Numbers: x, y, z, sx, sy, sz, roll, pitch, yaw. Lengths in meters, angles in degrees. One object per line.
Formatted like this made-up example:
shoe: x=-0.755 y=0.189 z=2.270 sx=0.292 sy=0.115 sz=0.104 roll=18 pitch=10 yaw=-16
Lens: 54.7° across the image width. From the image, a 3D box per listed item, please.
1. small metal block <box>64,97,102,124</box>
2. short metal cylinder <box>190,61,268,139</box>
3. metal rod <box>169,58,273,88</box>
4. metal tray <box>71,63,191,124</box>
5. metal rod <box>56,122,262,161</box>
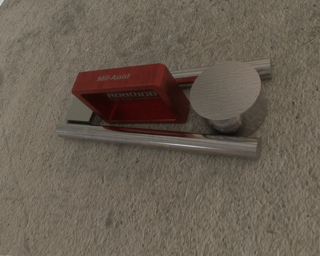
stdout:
small metal block: x=-0.113 y=-0.027 z=0.482 sx=0.050 sy=0.025 sz=0.050 roll=5 pitch=64 yaw=30
short metal cylinder: x=0.082 y=-0.032 z=0.365 sx=0.080 sy=0.050 sz=0.080 roll=-13 pitch=56 yaw=21
metal rod: x=0.002 y=-0.068 z=0.446 sx=0.300 sy=0.025 sz=0.025 roll=-2 pitch=61 yaw=27
metal tray: x=-0.037 y=-0.040 z=0.406 sx=0.130 sy=0.090 sz=0.030 roll=0 pitch=62 yaw=28
metal rod: x=-0.023 y=0.013 z=0.410 sx=0.300 sy=0.025 sz=0.025 roll=4 pitch=64 yaw=30
